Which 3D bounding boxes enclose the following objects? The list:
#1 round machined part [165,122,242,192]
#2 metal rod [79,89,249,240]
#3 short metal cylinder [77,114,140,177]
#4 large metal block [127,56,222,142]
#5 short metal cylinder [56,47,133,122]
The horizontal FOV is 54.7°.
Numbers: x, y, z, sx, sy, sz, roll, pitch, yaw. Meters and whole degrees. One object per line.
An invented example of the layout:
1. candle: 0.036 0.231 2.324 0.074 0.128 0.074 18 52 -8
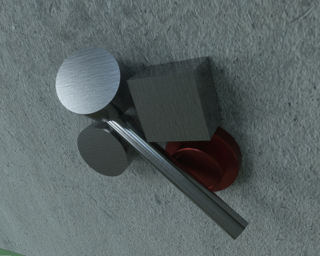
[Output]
1. round machined part: 0.051 0.044 0.397 0.098 0.042 0.097 13 124 21
2. metal rod: -0.019 0.022 0.388 0.300 0.025 0.025 40 130 17
3. short metal cylinder: -0.069 0.022 0.444 0.080 0.050 0.079 13 124 21
4. large metal block: 0.019 -0.031 0.360 0.080 0.050 0.080 -3 117 29
5. short metal cylinder: -0.077 -0.051 0.377 0.080 0.050 0.080 -2 80 14
